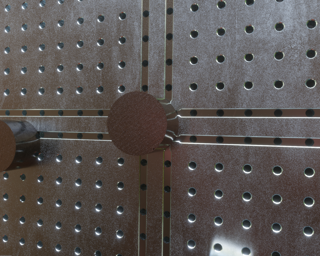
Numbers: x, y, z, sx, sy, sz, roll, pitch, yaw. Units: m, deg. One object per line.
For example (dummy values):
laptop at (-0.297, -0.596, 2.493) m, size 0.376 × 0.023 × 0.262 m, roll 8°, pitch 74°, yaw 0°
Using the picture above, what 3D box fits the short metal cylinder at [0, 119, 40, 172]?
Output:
short metal cylinder at (-0.236, 0.026, 0.480) m, size 0.080 × 0.050 × 0.079 m, roll 0°, pitch 90°, yaw 19°

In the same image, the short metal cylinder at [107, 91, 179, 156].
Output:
short metal cylinder at (-0.021, -0.006, 0.406) m, size 0.080 × 0.050 × 0.079 m, roll 0°, pitch 90°, yaw 19°
